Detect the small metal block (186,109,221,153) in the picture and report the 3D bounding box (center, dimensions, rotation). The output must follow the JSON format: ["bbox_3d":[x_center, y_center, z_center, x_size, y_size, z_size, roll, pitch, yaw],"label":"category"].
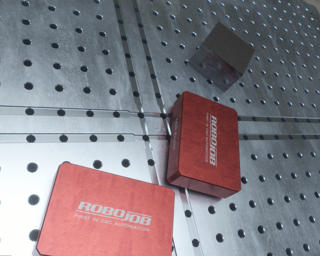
[{"bbox_3d":[0.058,0.007,0.437,0.050,0.025,0.050,20,54,-17],"label":"small metal block"}]

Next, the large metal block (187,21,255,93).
[{"bbox_3d":[0.104,-0.121,0.525,0.080,0.050,0.080,37,51,-4],"label":"large metal block"}]

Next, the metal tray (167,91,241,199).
[{"bbox_3d":[0.061,0.020,0.418,0.091,0.030,0.130,19,55,-18],"label":"metal tray"}]

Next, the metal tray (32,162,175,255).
[{"bbox_3d":[-0.051,0.096,0.320,0.131,0.030,0.090,18,55,-19],"label":"metal tray"}]
